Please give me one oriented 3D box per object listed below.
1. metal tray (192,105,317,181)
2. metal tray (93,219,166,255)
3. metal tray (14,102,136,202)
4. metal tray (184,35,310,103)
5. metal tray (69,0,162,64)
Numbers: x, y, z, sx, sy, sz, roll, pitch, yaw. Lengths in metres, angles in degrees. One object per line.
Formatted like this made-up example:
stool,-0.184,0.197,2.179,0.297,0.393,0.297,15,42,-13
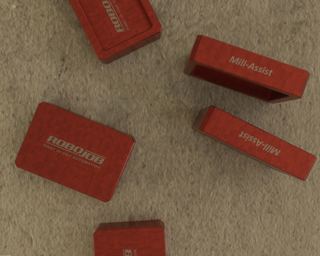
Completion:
metal tray,0.107,0.017,0.378,0.131,0.090,0.030,26,90,-1
metal tray,-0.036,0.192,0.407,0.091,0.030,0.129,-4,90,-1
metal tray,-0.108,0.030,0.406,0.131,0.030,0.090,22,90,-1
metal tray,0.098,-0.067,0.378,0.131,0.090,0.030,19,90,-1
metal tray,-0.065,-0.162,0.406,0.090,0.030,0.130,-27,90,-1
